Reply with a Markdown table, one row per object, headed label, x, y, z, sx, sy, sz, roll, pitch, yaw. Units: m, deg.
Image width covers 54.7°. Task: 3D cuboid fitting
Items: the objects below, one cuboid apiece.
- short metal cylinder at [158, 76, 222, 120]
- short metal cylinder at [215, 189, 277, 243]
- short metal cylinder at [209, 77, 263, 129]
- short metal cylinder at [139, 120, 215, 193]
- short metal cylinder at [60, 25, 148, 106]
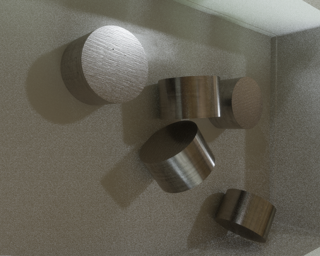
| label | x | y | z | sx | sy | sz | roll | pitch | yaw |
| --- | --- | --- | --- | --- | --- | --- | --- | --- | --- |
| short metal cylinder | 0.039 | -0.038 | 0.403 | 0.081 | 0.080 | 0.050 | -6 | 94 | -40 |
| short metal cylinder | 0.133 | 0.136 | 0.482 | 0.080 | 0.080 | 0.050 | 43 | 64 | -32 |
| short metal cylinder | 0.118 | -0.038 | 0.489 | 0.081 | 0.050 | 0.080 | 0 | 90 | -40 |
| short metal cylinder | 0.022 | 0.035 | 0.389 | 0.080 | 0.080 | 0.050 | -47 | 118 | -30 |
| short metal cylinder | -0.060 | -0.066 | 0.340 | 0.081 | 0.050 | 0.080 | 0 | 90 | -40 |
